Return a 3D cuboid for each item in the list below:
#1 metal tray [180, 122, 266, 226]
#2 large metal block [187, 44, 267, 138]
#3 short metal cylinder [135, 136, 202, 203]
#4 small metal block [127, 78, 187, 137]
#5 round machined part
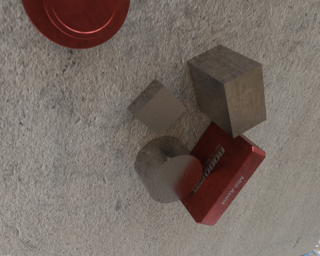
[{"bbox_3d":[0.077,0.061,0.445,0.030,0.090,0.129,23,106,-37],"label":"metal tray"},{"bbox_3d":[0.083,-0.048,0.388,0.050,0.080,0.080,-28,128,-11],"label":"large metal block"},{"bbox_3d":[0.011,0.058,0.433,0.081,0.050,0.079,-14,124,-21],"label":"short metal cylinder"},{"bbox_3d":[-0.003,-0.025,0.390,0.050,0.025,0.050,-46,129,4],"label":"small metal block"},{"bbox_3d":[-0.073,-0.120,0.282,0.099,0.042,0.097,-14,124,-21],"label":"round machined part"}]
